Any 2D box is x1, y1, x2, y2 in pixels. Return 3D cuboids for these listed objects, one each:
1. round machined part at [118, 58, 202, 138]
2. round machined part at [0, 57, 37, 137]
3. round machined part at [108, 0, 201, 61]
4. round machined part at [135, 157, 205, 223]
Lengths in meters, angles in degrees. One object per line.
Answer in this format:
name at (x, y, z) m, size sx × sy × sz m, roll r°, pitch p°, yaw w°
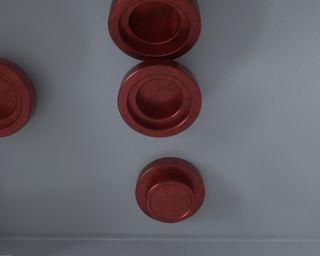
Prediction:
round machined part at (0.000, -0.039, 0.380) m, size 0.099 × 0.042 × 0.097 m, roll 0°, pitch 124°, yaw 0°
round machined part at (-0.202, -0.041, 0.385) m, size 0.099 × 0.042 × 0.097 m, roll 0°, pitch 110°, yaw 0°
round machined part at (-0.005, -0.122, 0.340) m, size 0.099 × 0.042 × 0.098 m, roll 0°, pitch 148°, yaw 0°
round machined part at (0.014, 0.094, 0.437) m, size 0.099 × 0.042 × 0.097 m, roll 0°, pitch 110°, yaw 0°
